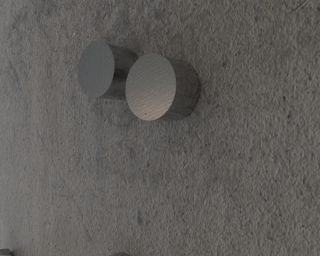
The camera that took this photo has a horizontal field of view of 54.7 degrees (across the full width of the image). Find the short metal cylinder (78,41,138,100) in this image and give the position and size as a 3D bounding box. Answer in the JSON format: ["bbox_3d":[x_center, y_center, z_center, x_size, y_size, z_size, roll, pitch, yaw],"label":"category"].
[{"bbox_3d":[-0.074,-0.082,0.450,0.080,0.050,0.080,0,90,40],"label":"short metal cylinder"}]

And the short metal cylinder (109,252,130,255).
[{"bbox_3d":[-0.069,0.227,0.446,0.080,0.050,0.080,0,90,40],"label":"short metal cylinder"}]

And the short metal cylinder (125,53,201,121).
[{"bbox_3d":[0.003,-0.049,0.386,0.080,0.050,0.080,0,90,40],"label":"short metal cylinder"}]

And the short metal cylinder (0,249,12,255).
[{"bbox_3d":[-0.355,0.304,0.663,0.080,0.081,0.050,-50,61,28],"label":"short metal cylinder"}]
